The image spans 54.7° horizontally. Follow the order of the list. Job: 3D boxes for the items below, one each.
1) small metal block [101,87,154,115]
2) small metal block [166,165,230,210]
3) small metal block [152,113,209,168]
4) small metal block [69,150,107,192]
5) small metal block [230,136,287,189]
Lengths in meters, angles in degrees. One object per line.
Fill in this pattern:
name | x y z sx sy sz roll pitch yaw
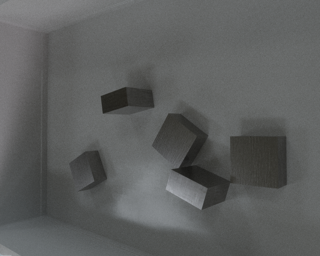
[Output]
small metal block | -0.045 -0.036 0.428 0.050 0.050 0.025 -13 82 39
small metal block | 0.044 0.066 0.354 0.050 0.050 0.025 23 105 37
small metal block | 0.024 0.016 0.387 0.050 0.025 0.050 41 115 32
small metal block | -0.118 0.070 0.505 0.050 0.025 0.050 -33 70 35
small metal block | 0.102 0.034 0.323 0.050 0.025 0.050 -1 90 40
